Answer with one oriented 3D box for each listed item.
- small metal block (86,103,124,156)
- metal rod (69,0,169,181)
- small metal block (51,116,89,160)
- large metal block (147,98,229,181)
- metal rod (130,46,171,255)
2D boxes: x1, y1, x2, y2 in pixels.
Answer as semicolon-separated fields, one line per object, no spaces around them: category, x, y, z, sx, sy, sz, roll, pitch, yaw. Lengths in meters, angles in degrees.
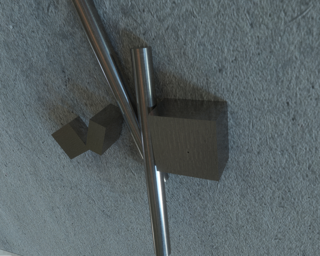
small metal block;-0.075;0.002;0.430;0.025;0.050;0.050;26;127;12
metal rod;-0.053;-0.055;0.399;0.025;0.025;0.299;-10;114;32
small metal block;-0.133;0.016;0.485;0.050;0.025;0.050;-26;104;37
large metal block;0.037;0.012;0.377;0.080;0.050;0.079;6;121;25
metal rod;-0.009;0.046;0.411;0.025;0.025;0.298;5;112;25
